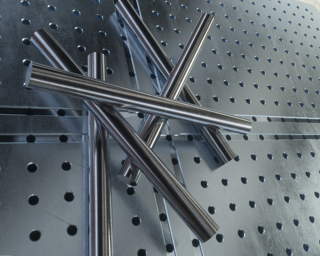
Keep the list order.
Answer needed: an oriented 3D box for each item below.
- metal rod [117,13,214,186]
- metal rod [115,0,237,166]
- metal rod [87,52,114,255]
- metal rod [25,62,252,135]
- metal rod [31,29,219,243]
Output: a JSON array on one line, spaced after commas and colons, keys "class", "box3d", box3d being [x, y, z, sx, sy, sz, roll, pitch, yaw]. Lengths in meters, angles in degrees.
[{"class": "metal rod", "box3d": [0.019, -0.058, 0.427, 0.025, 0.025, 0.300, 31, 60, -9]}, {"class": "metal rod", "box3d": [0.018, -0.076, 0.466, 0.025, 0.025, 0.299, -24, 75, -37]}, {"class": "metal rod", "box3d": [-0.069, 0.036, 0.349, 0.025, 0.025, 0.299, 7, 59, -25]}, {"class": "metal rod", "box3d": [0.001, -0.026, 0.372, 0.302, 0.025, 0.025, 11, 57, -33]}, {"class": "metal rod", "box3d": [-0.045, 0.002, 0.348, 0.300, 0.025, 0.025, 48, 51, 8]}]
